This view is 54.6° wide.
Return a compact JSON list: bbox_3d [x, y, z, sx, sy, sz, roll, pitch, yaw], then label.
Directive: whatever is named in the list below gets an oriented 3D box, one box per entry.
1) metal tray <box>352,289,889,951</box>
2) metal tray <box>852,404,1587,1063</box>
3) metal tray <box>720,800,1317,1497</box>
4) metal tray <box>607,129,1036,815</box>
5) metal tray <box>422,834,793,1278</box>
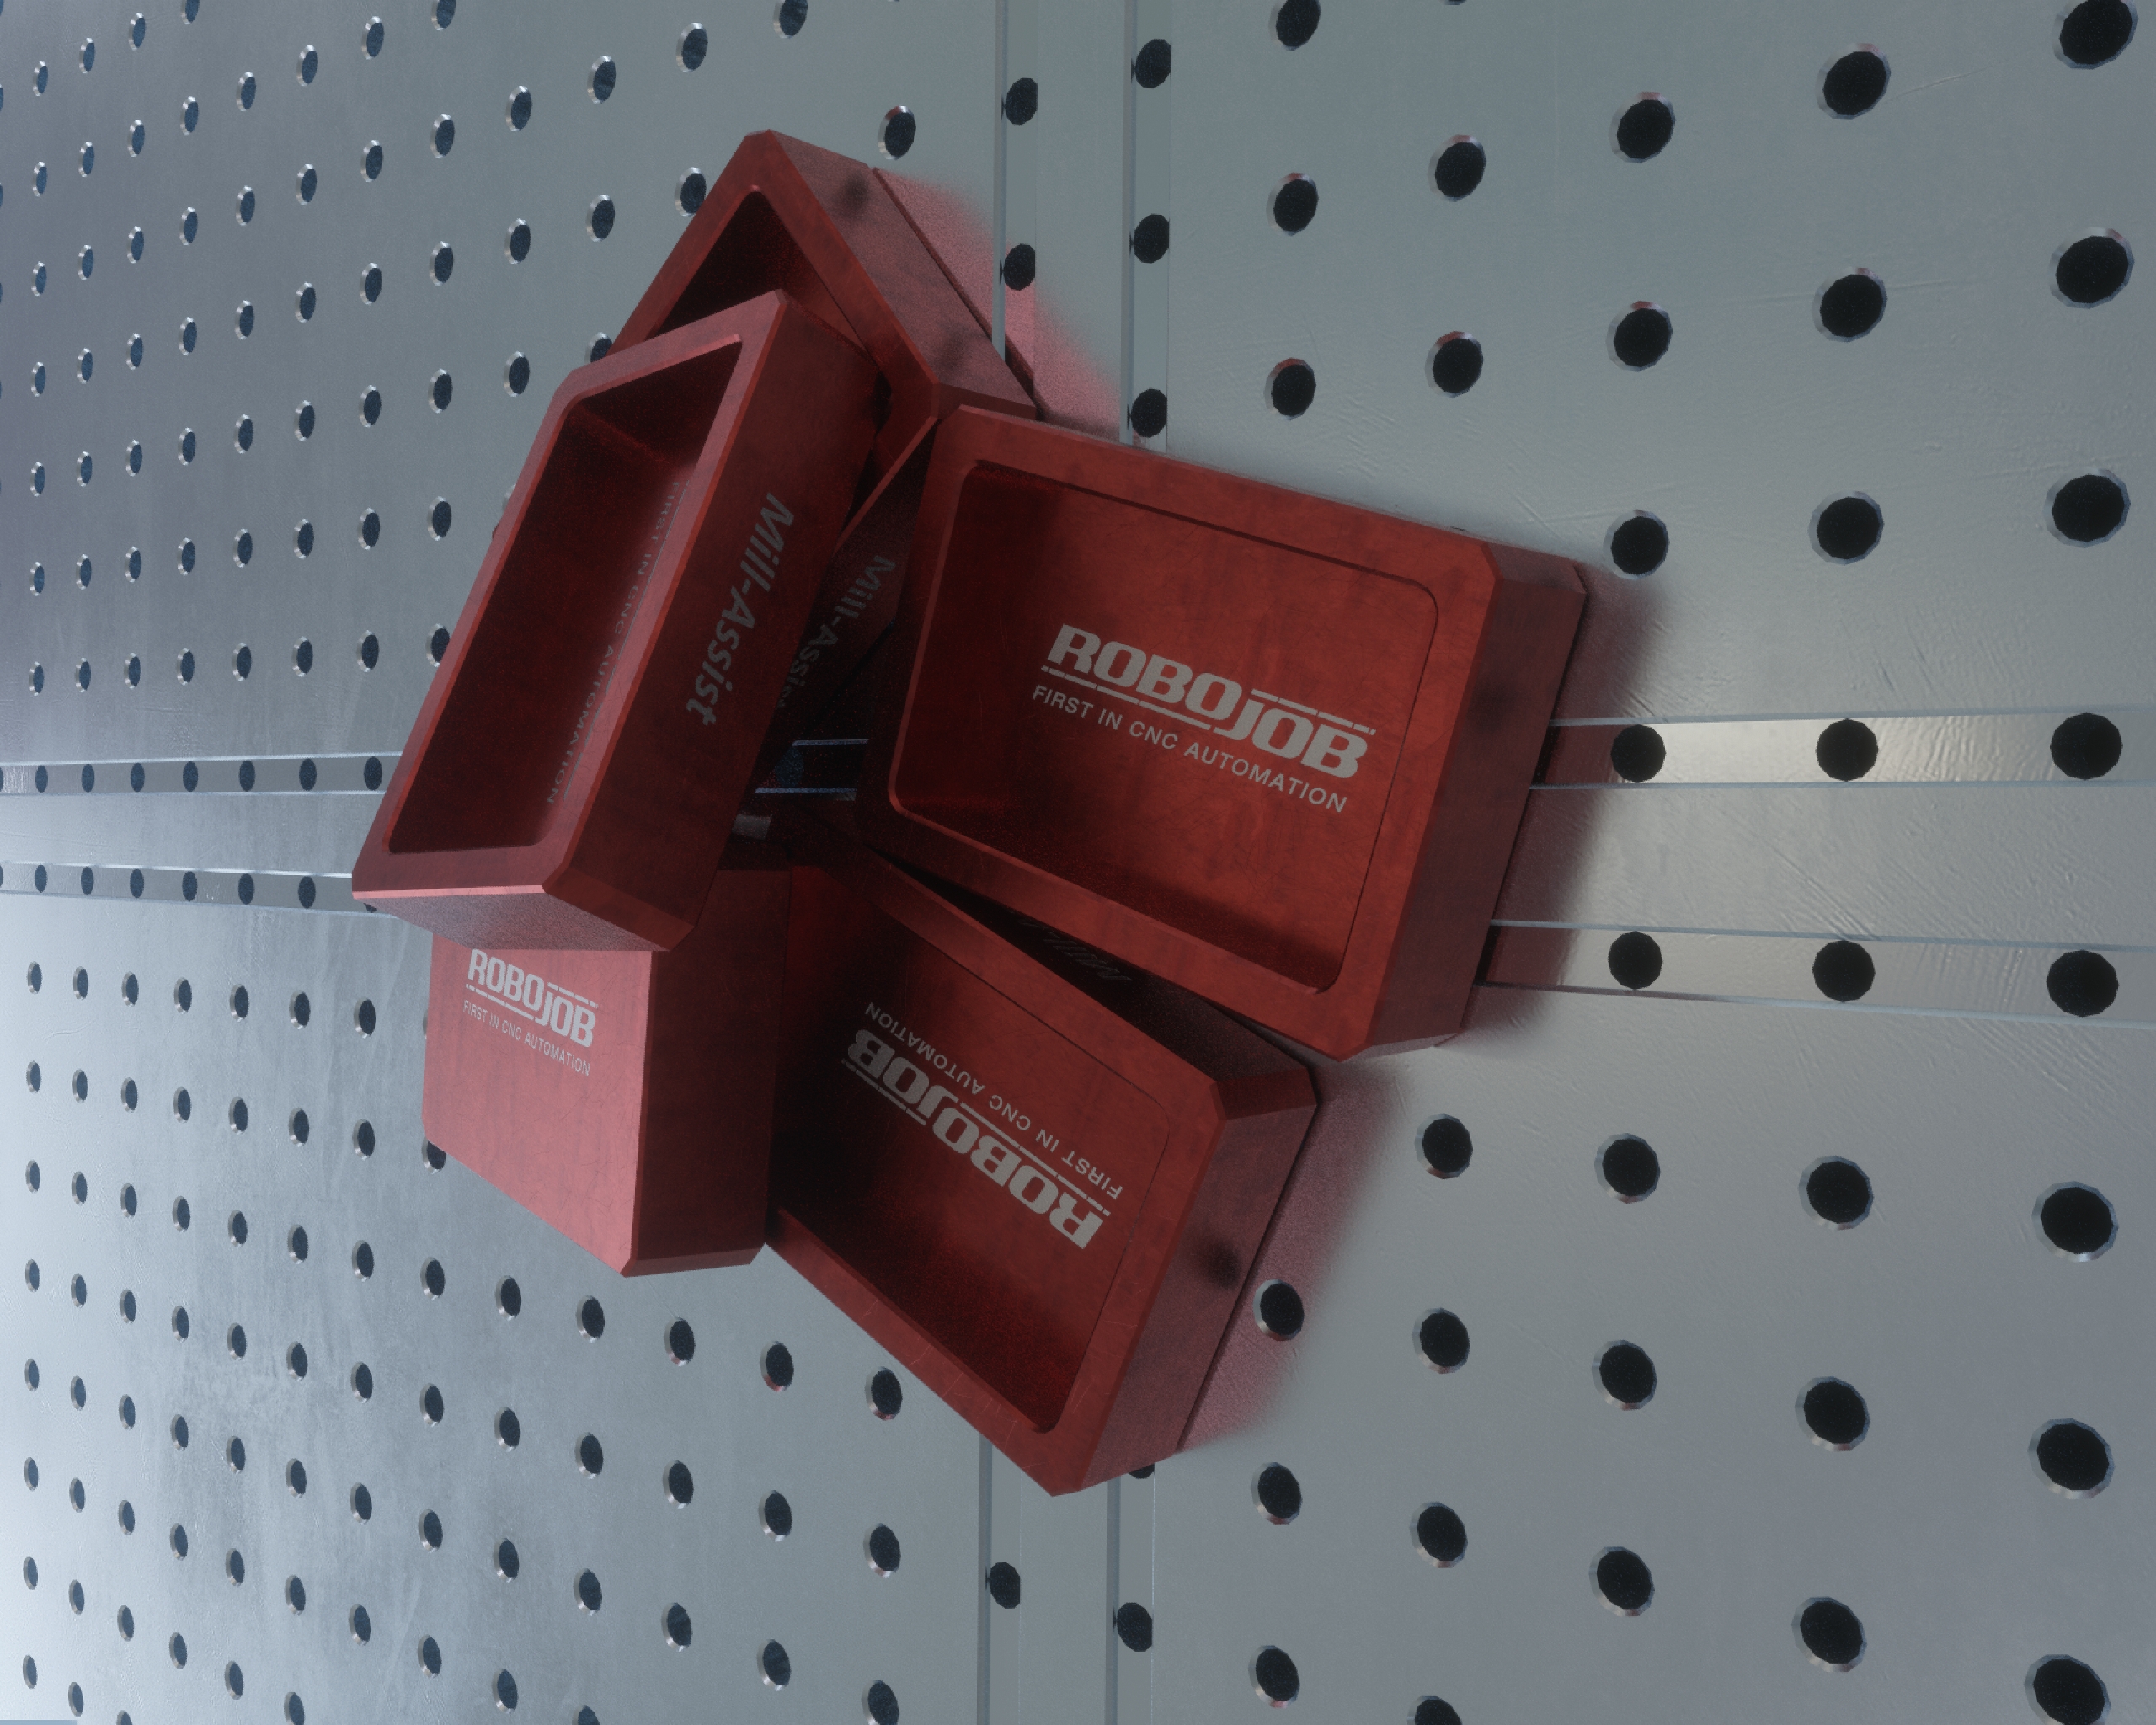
[{"bbox_3d":[-0.094,-0.047,0.429,0.090,0.030,0.130,-2,64,47],"label":"metal tray"},{"bbox_3d":[0.020,-0.028,0.389,0.130,0.030,0.089,23,105,37],"label":"metal tray"},{"bbox_3d":[-0.023,0.053,0.425,0.130,0.030,0.089,32,110,35],"label":"metal tray"},{"bbox_3d":[-0.075,-0.084,0.469,0.129,0.030,0.090,-47,61,30],"label":"metal tray"},{"bbox_3d":[-0.112,0.033,0.478,0.130,0.030,0.089,12,99,54],"label":"metal tray"}]
